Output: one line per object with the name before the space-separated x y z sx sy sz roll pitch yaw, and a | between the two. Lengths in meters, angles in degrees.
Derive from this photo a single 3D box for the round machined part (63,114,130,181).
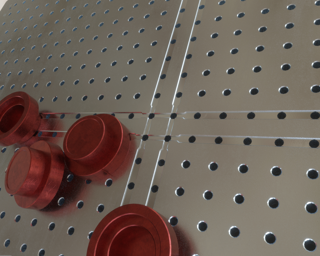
round machined part | -0.096 0.021 0.436 0.098 0.042 0.098 -13 56 21

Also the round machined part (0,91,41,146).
round machined part | -0.248 -0.012 0.537 0.098 0.042 0.098 -13 56 21

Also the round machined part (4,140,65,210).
round machined part | -0.183 0.064 0.440 0.098 0.042 0.098 -19 60 36

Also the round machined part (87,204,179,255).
round machined part | -0.025 0.134 0.329 0.098 0.042 0.098 -13 56 21
